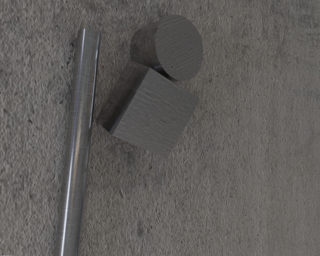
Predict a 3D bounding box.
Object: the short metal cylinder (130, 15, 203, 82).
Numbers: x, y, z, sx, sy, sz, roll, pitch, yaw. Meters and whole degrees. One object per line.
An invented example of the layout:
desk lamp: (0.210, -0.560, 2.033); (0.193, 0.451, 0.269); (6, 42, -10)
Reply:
short metal cylinder: (0.009, -0.097, 0.396); (0.081, 0.050, 0.080); (0, 90, -40)

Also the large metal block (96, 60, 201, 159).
large metal block: (-0.013, -0.021, 0.361); (0.080, 0.050, 0.080); (27, 94, -37)

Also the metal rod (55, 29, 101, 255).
metal rod: (-0.089, 0.045, 0.329); (0.025, 0.025, 0.298); (8, 85, -40)
